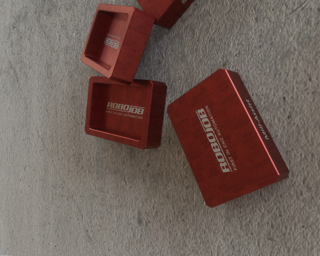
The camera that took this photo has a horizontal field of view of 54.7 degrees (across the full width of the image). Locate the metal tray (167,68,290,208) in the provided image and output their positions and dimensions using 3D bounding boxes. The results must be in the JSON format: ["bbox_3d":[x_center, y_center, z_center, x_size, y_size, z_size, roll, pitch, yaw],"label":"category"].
[{"bbox_3d":[0.069,0.012,0.344,0.090,0.030,0.130,-34,69,34],"label":"metal tray"}]

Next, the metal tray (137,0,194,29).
[{"bbox_3d":[0.021,-0.203,0.384,0.129,0.030,0.090,-44,64,31],"label":"metal tray"}]

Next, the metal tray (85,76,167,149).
[{"bbox_3d":[-0.053,-0.026,0.445,0.130,0.030,0.089,11,97,39],"label":"metal tray"}]

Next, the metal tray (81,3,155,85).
[{"bbox_3d":[-0.064,-0.119,0.424,0.130,0.030,0.089,36,108,53],"label":"metal tray"}]
